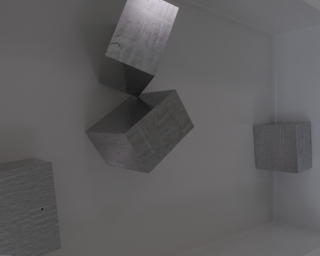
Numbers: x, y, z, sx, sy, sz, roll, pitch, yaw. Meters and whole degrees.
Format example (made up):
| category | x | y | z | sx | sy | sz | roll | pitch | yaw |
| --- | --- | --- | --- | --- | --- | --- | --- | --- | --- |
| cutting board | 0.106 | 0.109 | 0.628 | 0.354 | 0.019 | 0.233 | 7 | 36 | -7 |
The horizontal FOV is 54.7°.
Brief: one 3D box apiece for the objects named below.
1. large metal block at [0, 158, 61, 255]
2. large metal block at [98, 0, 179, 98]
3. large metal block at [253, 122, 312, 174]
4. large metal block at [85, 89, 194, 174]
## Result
| category | x | y | z | sx | sy | sz | roll | pitch | yaw |
| --- | --- | --- | --- | --- | --- | --- | --- | --- | --- |
| large metal block | -0.140 | 0.075 | 0.273 | 0.081 | 0.050 | 0.079 | -8 | 96 | -40 |
| large metal block | -0.027 | -0.088 | 0.339 | 0.050 | 0.080 | 0.080 | 21 | 75 | -11 |
| large metal block | 0.217 | 0.032 | 0.553 | 0.050 | 0.080 | 0.079 | -9 | 96 | -40 |
| large metal block | -0.023 | 0.002 | 0.351 | 0.080 | 0.080 | 0.050 | -43 | 117 | -31 |
